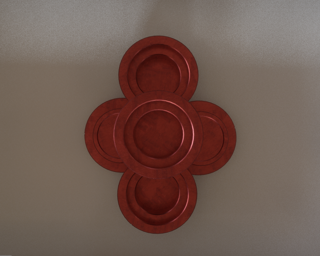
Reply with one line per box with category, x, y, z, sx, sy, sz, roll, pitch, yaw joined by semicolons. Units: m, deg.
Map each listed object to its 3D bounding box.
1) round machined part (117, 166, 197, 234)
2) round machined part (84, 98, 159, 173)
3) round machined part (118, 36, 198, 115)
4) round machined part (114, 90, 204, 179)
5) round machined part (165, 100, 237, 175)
round machined part;-0.003;0.082;0.401;0.099;0.042;0.097;0;90;-1
round machined part;-0.049;0.009;0.400;0.099;0.042;0.097;0;90;-1
round machined part;-0.002;-0.065;0.401;0.099;0.042;0.097;0;90;-1
round machined part;-0.002;0.007;0.359;0.099;0.042;0.097;0;90;-1
round machined part;0.051;0.013;0.401;0.099;0.042;0.097;0;90;-1
